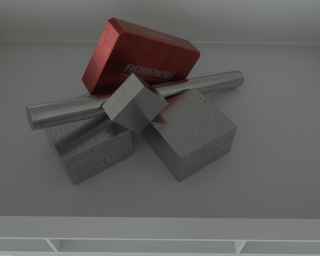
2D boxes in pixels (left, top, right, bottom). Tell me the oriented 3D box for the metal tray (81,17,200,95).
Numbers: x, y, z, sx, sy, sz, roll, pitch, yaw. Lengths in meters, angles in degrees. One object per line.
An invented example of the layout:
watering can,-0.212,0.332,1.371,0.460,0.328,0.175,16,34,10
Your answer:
metal tray,-0.021,-0.077,0.390,0.131,0.089,0.030,1,42,-43

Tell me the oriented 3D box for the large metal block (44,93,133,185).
large metal block,-0.090,0.008,0.376,0.081,0.050,0.080,-27,55,-21

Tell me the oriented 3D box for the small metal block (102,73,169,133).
small metal block,-0.027,-0.026,0.345,0.050,0.050,0.025,-45,56,11

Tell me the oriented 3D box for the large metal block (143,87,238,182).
large metal block,0.034,0.006,0.383,0.081,0.050,0.080,-27,55,-21

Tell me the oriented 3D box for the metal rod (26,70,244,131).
metal rod,-0.006,-0.042,0.390,0.303,0.025,0.025,-15,50,-32
